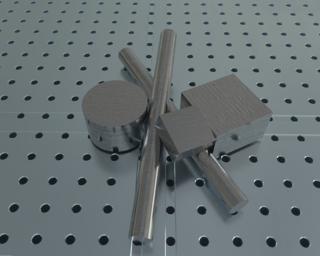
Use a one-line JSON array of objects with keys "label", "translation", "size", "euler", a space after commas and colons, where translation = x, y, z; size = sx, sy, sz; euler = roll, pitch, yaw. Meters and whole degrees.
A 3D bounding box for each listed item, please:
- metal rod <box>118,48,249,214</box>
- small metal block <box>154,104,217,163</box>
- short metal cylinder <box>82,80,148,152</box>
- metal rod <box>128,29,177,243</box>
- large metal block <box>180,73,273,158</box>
[{"label": "metal rod", "translation": [0.015, -0.017, 0.417], "size": [0.025, 0.025, 0.300], "euler": [-22, 54, -18]}, {"label": "small metal block", "translation": [0.029, 0.006, 0.357], "size": [0.050, 0.025, 0.050], "euler": [-17, 67, -24]}, {"label": "short metal cylinder", "translation": [-0.056, -0.016, 0.400], "size": [0.081, 0.050, 0.080], "euler": [1, 50, 0]}, {"label": "metal rod", "translation": [-0.003, -0.014, 0.389], "size": [0.025, 0.025, 0.300], "euler": [5, 58, 4]}, {"label": "large metal block", "translation": [0.081, -0.016, 0.400], "size": [0.081, 0.050, 0.080], "euler": [-21, 53, -17]}]
